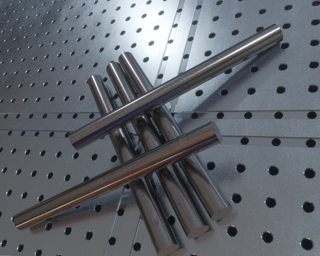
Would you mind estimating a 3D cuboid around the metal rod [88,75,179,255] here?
[{"bbox_3d":[-0.049,0.026,0.416,0.025,0.025,0.300,-34,52,6],"label":"metal rod"}]

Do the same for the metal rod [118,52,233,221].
[{"bbox_3d":[0.004,-0.012,0.412,0.025,0.025,0.300,-35,52,5],"label":"metal rod"}]

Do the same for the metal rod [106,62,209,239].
[{"bbox_3d":[-0.018,0.005,0.413,0.025,0.025,0.300,-34,52,6],"label":"metal rod"}]

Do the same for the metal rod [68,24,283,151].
[{"bbox_3d":[0.021,-0.053,0.402,0.301,0.025,0.025,-28,52,-1],"label":"metal rod"}]

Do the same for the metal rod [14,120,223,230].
[{"bbox_3d":[-0.066,0.066,0.374,0.300,0.025,0.025,-27,52,21],"label":"metal rod"}]
